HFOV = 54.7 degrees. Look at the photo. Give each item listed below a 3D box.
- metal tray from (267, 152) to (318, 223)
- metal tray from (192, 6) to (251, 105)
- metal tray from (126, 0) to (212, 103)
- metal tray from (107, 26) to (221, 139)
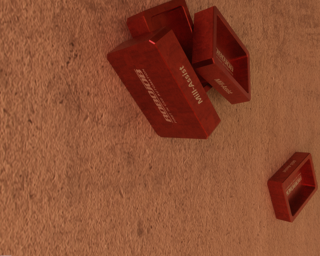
[{"bbox_3d":[0.273,0.117,0.629,0.131,0.030,0.090,-31,109,-36],"label":"metal tray"},{"bbox_3d":[0.093,-0.100,0.449,0.130,0.030,0.090,29,59,-48],"label":"metal tray"},{"bbox_3d":[0.019,-0.095,0.408,0.091,0.030,0.129,-40,115,-41],"label":"metal tray"},{"bbox_3d":[0.004,-0.046,0.365,0.030,0.090,0.130,-48,119,-29],"label":"metal tray"}]
